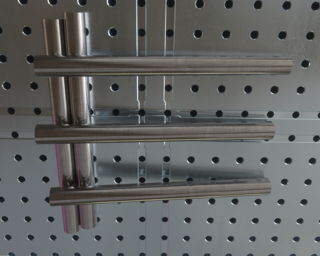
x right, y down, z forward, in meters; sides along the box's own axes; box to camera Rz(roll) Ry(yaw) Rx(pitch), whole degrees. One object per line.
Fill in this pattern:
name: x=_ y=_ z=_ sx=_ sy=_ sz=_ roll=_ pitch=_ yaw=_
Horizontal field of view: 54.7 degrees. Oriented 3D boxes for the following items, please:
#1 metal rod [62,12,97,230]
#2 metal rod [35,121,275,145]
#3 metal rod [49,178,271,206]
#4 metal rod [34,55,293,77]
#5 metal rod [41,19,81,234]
metal rod: x=-0.104 y=0.005 z=0.413 sx=0.025 sy=0.025 sz=0.298 roll=1 pitch=110 yaw=-1
metal rod: x=-0.001 y=0.006 z=0.399 sx=0.302 sy=0.025 sz=0.025 roll=-1 pitch=110 yaw=-7
metal rod: x=0.005 y=0.088 z=0.430 sx=0.302 sy=0.025 sz=0.025 roll=-1 pitch=110 yaw=-7
metal rod: x=0.009 y=-0.074 z=0.371 sx=0.302 sy=0.025 sz=0.025 roll=-1 pitch=110 yaw=-7
metal rod: x=-0.129 y=0.012 z=0.415 sx=0.025 sy=0.025 sz=0.298 roll=1 pitch=110 yaw=-1
